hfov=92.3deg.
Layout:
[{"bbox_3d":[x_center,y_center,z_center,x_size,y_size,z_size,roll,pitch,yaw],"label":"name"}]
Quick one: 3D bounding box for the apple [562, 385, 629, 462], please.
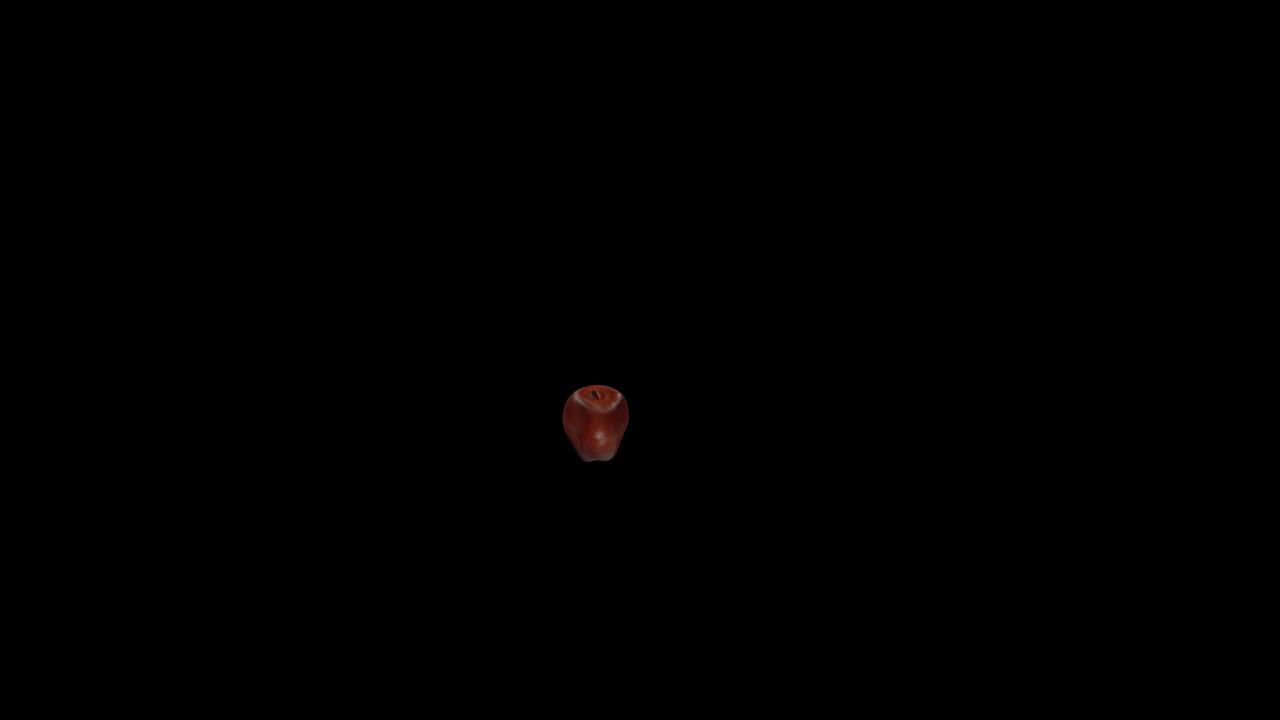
[{"bbox_3d":[-0.053,0.074,0.730,0.079,0.093,0.079,2,29,-1],"label":"apple"}]
